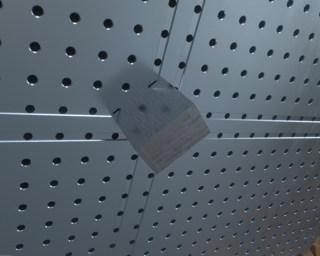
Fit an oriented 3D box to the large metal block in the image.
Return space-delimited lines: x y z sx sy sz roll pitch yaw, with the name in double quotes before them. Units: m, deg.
"large metal block" 0.000 -0.005 0.374 0.080 0.080 0.050 -38 130 -3
